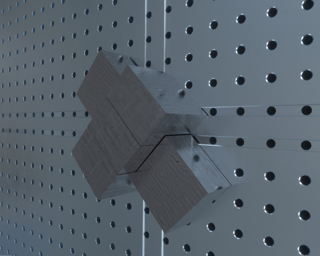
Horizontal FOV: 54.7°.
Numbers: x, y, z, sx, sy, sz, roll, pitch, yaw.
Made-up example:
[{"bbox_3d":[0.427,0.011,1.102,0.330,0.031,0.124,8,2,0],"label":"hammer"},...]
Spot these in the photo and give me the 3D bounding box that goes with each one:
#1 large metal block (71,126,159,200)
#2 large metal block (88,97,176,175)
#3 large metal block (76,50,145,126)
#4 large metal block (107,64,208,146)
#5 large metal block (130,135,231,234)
[{"bbox_3d":[-0.059,0.044,0.420,0.050,0.081,0.080,-52,60,27],"label":"large metal block"},{"bbox_3d":[-0.031,0.008,0.398,0.050,0.081,0.080,-52,60,27],"label":"large metal block"},{"bbox_3d":[-0.064,-0.051,0.440,0.080,0.050,0.080,52,121,27],"label":"large metal block"},{"bbox_3d":[-0.003,-0.027,0.375,0.050,0.081,0.080,-52,60,27],"label":"large metal block"},{"bbox_3d":[0.022,0.065,0.373,0.080,0.050,0.080,-52,60,28],"label":"large metal block"}]
